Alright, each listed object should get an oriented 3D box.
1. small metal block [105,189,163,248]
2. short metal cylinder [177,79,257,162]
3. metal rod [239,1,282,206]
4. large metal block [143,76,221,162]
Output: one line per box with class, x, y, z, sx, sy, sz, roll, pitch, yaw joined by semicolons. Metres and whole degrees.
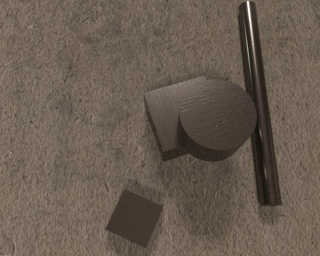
small metal block;-0.029;0.108;0.368;0.050;0.025;0.050;23;71;7
short metal cylinder;0.060;-0.007;0.345;0.081;0.050;0.080;0;70;-1
metal rod;0.135;-0.047;0.426;0.025;0.025;0.299;0;70;0
large metal block;0.030;-0.011;0.399;0.081;0.050;0.080;-17;71;-7
